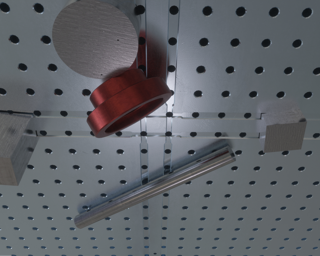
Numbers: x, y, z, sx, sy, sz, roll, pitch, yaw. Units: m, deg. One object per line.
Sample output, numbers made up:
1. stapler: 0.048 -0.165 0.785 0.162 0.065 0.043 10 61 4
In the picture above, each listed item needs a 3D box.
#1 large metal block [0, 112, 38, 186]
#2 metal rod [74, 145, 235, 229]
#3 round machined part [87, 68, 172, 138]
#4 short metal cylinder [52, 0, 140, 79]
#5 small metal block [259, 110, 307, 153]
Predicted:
1. large metal block: -0.212 0.024 0.394 0.081 0.080 0.050 5 130 -4
2. metal rod: -0.021 0.102 0.498 0.300 0.025 0.025 -28 125 21
3. round machined part: -0.039 -0.031 0.350 0.098 0.098 0.042 -33 84 25
4. short metal cylinder: -0.061 -0.097 0.312 0.081 0.050 0.079 0 130 0
5. small metal block: 0.164 0.005 0.418 0.050 0.025 0.050 -6 130 5
